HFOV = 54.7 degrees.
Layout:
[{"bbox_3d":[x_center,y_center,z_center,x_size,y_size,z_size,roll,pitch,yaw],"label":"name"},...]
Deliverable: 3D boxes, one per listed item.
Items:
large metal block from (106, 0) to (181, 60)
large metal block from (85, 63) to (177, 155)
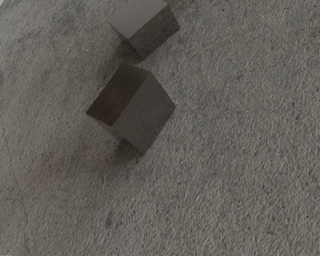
[{"bbox_3d":[-0.028,-0.170,0.507,0.080,0.050,0.080,-42,51,-1],"label":"large metal block"},{"bbox_3d":[-0.034,-0.023,0.401,0.050,0.080,0.080,24,75,36],"label":"large metal block"}]
